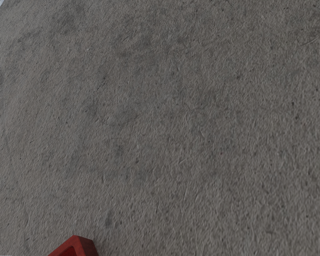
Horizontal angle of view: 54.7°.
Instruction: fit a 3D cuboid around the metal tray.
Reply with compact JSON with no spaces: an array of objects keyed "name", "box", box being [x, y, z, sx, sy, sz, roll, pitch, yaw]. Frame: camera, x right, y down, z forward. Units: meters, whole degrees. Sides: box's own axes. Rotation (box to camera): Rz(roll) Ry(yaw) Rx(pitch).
[{"name":"metal tray","box":[-0.094,0.195,0.330,0.090,0.030,0.130,-39,51,1]}]
